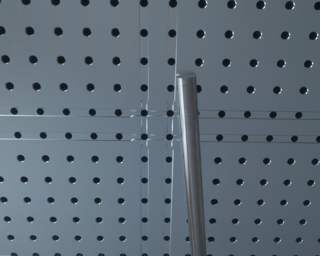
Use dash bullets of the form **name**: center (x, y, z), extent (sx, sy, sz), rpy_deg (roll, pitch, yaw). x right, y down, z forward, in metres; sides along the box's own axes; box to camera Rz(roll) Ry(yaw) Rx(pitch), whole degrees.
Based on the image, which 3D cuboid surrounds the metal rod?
- **metal rod**: center (0.047, 0.074, 0.440), extent (0.025, 0.025, 0.298), rpy_deg (-5, 110, 2)
